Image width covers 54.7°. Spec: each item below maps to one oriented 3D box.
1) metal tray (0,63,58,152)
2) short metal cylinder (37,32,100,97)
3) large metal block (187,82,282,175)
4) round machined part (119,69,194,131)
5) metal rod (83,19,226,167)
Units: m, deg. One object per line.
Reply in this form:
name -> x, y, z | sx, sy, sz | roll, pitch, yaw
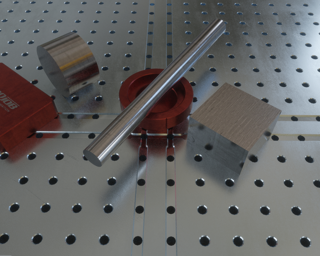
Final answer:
metal tray -> -0.220, -0.034, 0.431 | 0.130, 0.030, 0.090 | 32, 57, 24
short metal cylinder -> -0.132, -0.091, 0.447 | 0.050, 0.080, 0.080 | -35, 59, -26
large metal block -> 0.092, -0.002, 0.393 | 0.080, 0.050, 0.080 | 33, 57, 24
round machined part -> -0.005, -0.034, 0.425 | 0.099, 0.042, 0.098 | 0, 50, 0
metal rod -> 0.011, -0.064, 0.406 | 0.025, 0.025, 0.301 | 26, 55, 20
